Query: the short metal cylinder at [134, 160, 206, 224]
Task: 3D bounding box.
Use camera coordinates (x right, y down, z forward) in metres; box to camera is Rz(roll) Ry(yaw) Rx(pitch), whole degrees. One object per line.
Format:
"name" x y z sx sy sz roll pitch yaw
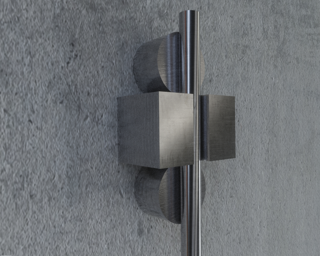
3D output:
"short metal cylinder" 0.013 0.078 0.402 0.081 0.050 0.080 0 89 -40

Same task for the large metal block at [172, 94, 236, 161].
"large metal block" 0.052 -0.001 0.413 0.050 0.080 0.080 -1 91 -40

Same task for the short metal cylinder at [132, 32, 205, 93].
"short metal cylinder" 0.012 -0.078 0.399 0.081 0.050 0.080 0 89 -40

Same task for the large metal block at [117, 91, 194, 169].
"large metal block" -0.007 0.002 0.364 0.050 0.080 0.080 -1 91 -40

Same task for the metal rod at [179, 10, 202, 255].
"metal rod" 0.036 0.013 0.371 0.025 0.025 0.298 -1 90 -40
